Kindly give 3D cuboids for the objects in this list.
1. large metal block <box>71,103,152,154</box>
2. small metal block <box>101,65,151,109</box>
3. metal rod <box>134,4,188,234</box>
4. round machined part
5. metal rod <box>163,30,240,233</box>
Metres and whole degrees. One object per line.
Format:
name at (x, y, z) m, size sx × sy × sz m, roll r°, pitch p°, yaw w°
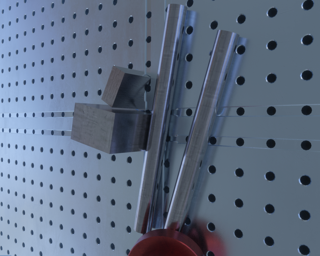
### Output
large metal block at (-0.061, -0.002, 0.422) m, size 0.080 × 0.081 × 0.050 m, roll 15°, pitch 100°, yaw 38°
small metal block at (-0.047, -0.055, 0.430) m, size 0.025 × 0.050 × 0.050 m, roll 36°, pitch 112°, yaw 34°
metal rod at (-0.001, -0.006, 0.407) m, size 0.025 × 0.025 × 0.298 m, roll 15°, pitch 99°, yaw 39°
round machined part at (0.005, 0.175, 0.368) m, size 0.098 × 0.042 × 0.097 m, roll 2°, pitch 99°, yaw 14°
metal rod at (0.040, 0.036, 0.374) m, size 0.025 × 0.025 × 0.298 m, roll 23°, pitch 104°, yaw 37°
